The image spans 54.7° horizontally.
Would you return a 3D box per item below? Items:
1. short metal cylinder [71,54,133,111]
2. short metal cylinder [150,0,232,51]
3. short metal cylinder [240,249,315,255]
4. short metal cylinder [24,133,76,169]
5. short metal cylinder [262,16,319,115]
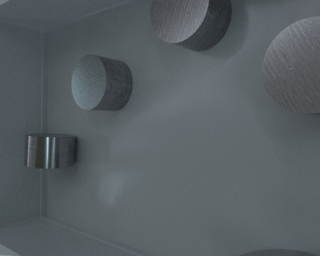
[{"bbox_3d":[-0.087,-0.066,0.463,0.080,0.050,0.080,0,90,40],"label":"short metal cylinder"},{"bbox_3d":[0.036,-0.134,0.361,0.080,0.050,0.080,0,90,40],"label":"short metal cylinder"},{"bbox_3d":[0.108,0.148,0.281,0.080,0.081,0.050,-12,82,39],"label":"short metal cylinder"},{"bbox_3d":[-0.186,0.037,0.525,0.080,0.081,0.050,5,93,40],"label":"short metal cylinder"},{"bbox_3d":[0.140,-0.052,0.275,0.080,0.050,0.080,0,90,40],"label":"short metal cylinder"}]
